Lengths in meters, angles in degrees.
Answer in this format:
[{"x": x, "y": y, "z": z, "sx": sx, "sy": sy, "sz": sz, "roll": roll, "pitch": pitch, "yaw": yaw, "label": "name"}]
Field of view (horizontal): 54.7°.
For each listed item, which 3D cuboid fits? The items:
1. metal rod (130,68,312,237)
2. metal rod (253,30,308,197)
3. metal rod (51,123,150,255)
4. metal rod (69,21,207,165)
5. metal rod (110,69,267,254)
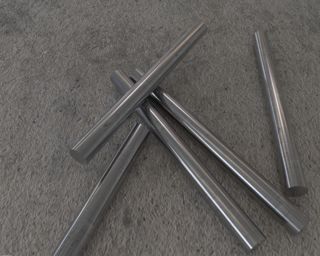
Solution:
[{"x": 0.056, "y": 0.011, "z": 0.393, "sx": 0.025, "sy": 0.025, "sz": 0.300, "roll": -30, "pitch": 56, "yaw": -23, "label": "metal rod"}, {"x": 0.162, "y": -0.044, "z": 0.440, "sx": 0.025, "sy": 0.025, "sz": 0.300, "roll": 3, "pitch": 50, "yaw": 3, "label": "metal rod"}, {"x": -0.083, "y": 0.109, "z": 0.310, "sx": 0.025, "sy": 0.025, "sz": 0.301, "roll": 18, "pitch": 52, "yaw": 14, "label": "metal rod"}, {"x": -0.012, "y": -0.066, "z": 0.424, "sx": 0.025, "sy": 0.025, "sz": 0.301, "roll": 25, "pitch": 54, "yaw": 19, "label": "metal rod"}, {"x": 0.016, "y": 0.019, "z": 0.386, "sx": 0.025, "sy": 0.025, "sz": 0.300, "roll": -26, "pitch": 55, "yaw": -20, "label": "metal rod"}]
